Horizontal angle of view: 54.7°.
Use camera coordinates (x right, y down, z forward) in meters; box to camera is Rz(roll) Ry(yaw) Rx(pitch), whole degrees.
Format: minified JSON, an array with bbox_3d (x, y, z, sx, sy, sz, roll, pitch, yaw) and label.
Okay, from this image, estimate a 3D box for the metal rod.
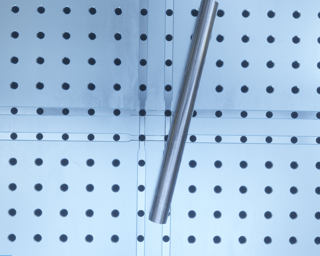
[{"bbox_3d":[0.032,-0.022,0.413,0.025,0.025,0.298,14,90,-1],"label":"metal rod"}]
